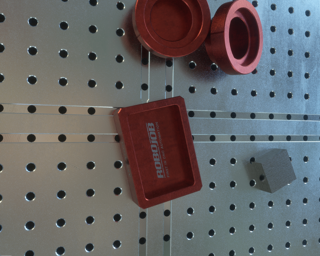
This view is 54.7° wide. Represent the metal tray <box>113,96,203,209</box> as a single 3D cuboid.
[{"bbox_3d":[-0.002,0.030,0.409,0.091,0.030,0.129,-14,95,-20],"label":"metal tray"}]

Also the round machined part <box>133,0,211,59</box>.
[{"bbox_3d":[0.012,-0.140,0.403,0.099,0.042,0.097,-2,97,-15],"label":"round machined part"}]

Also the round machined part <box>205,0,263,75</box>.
[{"bbox_3d":[0.099,-0.122,0.427,0.099,0.042,0.097,-6,98,-44],"label":"round machined part"}]

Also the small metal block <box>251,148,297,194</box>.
[{"bbox_3d":[0.175,0.065,0.477,0.050,0.025,0.050,-24,98,-18],"label":"small metal block"}]
